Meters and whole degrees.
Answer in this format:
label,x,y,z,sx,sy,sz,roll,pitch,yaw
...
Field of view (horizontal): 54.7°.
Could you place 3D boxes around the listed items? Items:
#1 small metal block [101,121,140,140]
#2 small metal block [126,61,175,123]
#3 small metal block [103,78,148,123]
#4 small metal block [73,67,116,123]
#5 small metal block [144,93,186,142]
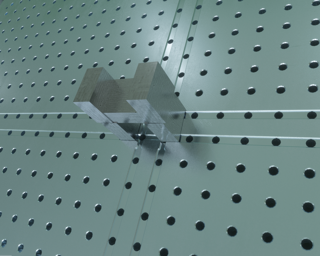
label,x,y,z,sx,sy,sz,roll,pitch,yaw
small metal block,-0.050,-0.017,0.426,0.025,0.050,0.050,1,62,28
small metal block,-0.009,-0.040,0.354,0.025,0.050,0.050,1,62,29
small metal block,-0.036,-0.034,0.383,0.050,0.025,0.050,1,62,28
small metal block,-0.075,-0.040,0.389,0.025,0.050,0.050,1,62,29
small metal block,0.008,-0.016,0.396,0.025,0.050,0.050,-1,62,28
